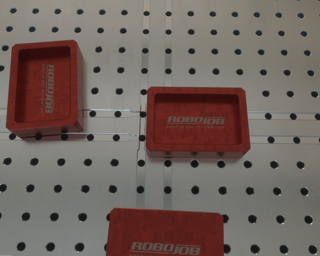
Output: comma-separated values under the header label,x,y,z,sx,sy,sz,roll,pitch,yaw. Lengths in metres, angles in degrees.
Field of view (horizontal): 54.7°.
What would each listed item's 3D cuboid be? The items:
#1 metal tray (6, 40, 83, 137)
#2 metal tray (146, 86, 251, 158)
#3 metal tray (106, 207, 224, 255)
label,x,y,z,sx,sy,sz,roll,pitch,yaw
metal tray,-0.156,-0.056,0.427,0.091,0.030,0.129,-5,70,-3
metal tray,0.048,-0.008,0.412,0.131,0.030,0.090,1,70,0
metal tray,0.006,0.142,0.357,0.131,0.030,0.090,3,70,0
